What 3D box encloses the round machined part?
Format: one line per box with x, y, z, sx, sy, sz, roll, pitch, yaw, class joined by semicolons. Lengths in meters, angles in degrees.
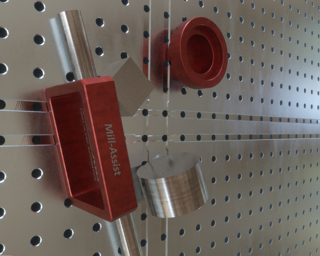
0.050;-0.104;0.442;0.099;0.042;0.097;0;90;-40;round machined part

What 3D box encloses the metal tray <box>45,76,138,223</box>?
-0.071;0.019;0.308;0.030;0.090;0.129;-17;101;-39;metal tray

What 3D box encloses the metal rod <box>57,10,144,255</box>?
-0.064;0.021;0.356;0.025;0.025;0.298;-21;104;-38;metal rod

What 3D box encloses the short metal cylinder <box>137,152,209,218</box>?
0.016;0.069;0.389;0.081;0.080;0.050;-24;106;-38;short metal cylinder

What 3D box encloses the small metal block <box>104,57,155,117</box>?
-0.042;-0.049;0.376;0.050;0.025;0.050;49;61;-29;small metal block
